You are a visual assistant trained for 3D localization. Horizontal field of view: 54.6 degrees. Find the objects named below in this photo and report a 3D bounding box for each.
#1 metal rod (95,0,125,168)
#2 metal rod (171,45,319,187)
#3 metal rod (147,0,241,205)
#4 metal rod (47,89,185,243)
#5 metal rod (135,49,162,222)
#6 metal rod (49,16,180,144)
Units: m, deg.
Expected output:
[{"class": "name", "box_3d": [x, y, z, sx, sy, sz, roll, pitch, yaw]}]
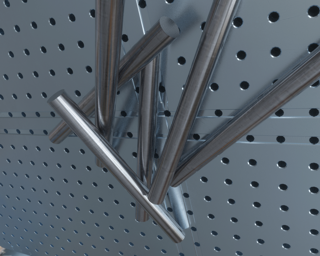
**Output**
[{"class": "metal rod", "box_3d": [-0.066, -0.032, 0.373, 0.025, 0.025, 0.298, 30, 145, 9]}, {"class": "metal rod", "box_3d": [0.099, -0.009, 0.353, 0.025, 0.025, 0.299, 43, 129, -2]}, {"class": "metal rod", "box_3d": [0.032, -0.021, 0.364, 0.025, 0.025, 0.298, 25, 122, 12]}, {"class": "metal rod", "box_3d": [-0.046, 0.070, 0.435, 0.025, 0.025, 0.300, -14, 125, 34]}, {"class": "metal rod", "box_3d": [-0.019, 0.023, 0.435, 0.025, 0.025, 0.298, 17, 125, 18]}, {"class": "metal rod", "box_3d": [-0.081, -0.042, 0.408, 0.025, 0.025, 0.299, 50, 135, -8]}]
